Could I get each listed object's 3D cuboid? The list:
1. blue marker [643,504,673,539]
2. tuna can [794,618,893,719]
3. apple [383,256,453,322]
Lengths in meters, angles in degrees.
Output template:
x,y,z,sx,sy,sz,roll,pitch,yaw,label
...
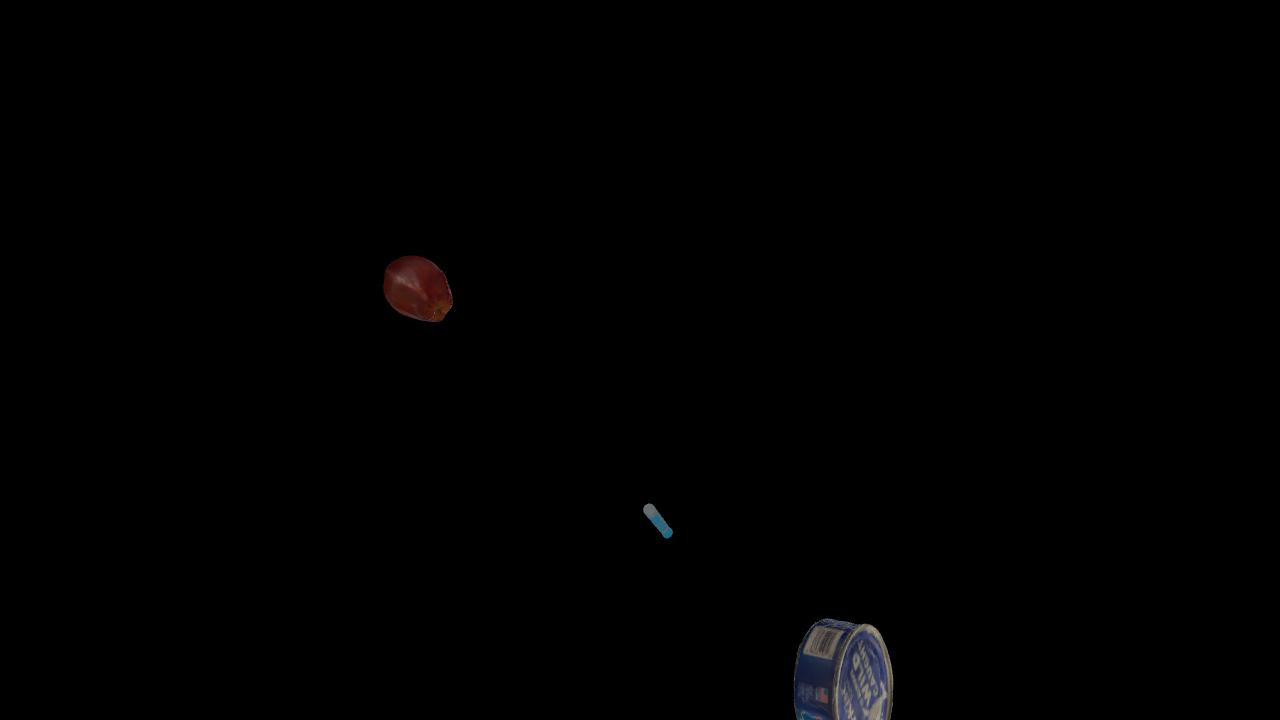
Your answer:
x,y,z,sx,sy,sz,roll,pitch,yaw,label
0.031,0.262,0.992,0.020,0.020,0.121,0,-33,20,blue marker
0.139,0.222,0.418,0.034,0.084,0.084,-10,-7,43,tuna can
-0.285,-0.091,0.794,0.093,0.079,0.079,38,14,19,apple
